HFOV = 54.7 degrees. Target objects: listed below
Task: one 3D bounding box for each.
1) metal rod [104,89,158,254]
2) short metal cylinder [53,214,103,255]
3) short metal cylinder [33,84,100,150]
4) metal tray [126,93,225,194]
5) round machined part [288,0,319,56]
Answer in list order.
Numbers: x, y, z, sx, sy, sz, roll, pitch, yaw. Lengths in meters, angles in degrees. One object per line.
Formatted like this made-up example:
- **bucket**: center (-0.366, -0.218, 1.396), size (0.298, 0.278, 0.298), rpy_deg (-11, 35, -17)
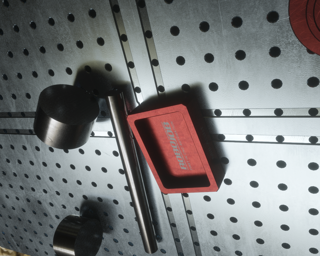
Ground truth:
- **metal rod**: center (-0.039, 0.083, 0.483), size (0.025, 0.025, 0.298), rpy_deg (4, 121, 26)
- **short metal cylinder**: center (-0.153, 0.208, 0.586), size (0.050, 0.080, 0.080), rpy_deg (2, 120, 27)
- **short metal cylinder**: center (-0.131, -0.016, 0.435), size (0.080, 0.080, 0.050), rpy_deg (34, 129, 5)
- **metal tray**: center (0.022, 0.026, 0.412), size (0.090, 0.030, 0.129), rpy_deg (-10, 113, 32)
- **round machined part**: center (0.158, -0.103, 0.253), size (0.098, 0.042, 0.097), rpy_deg (13, 124, 21)
